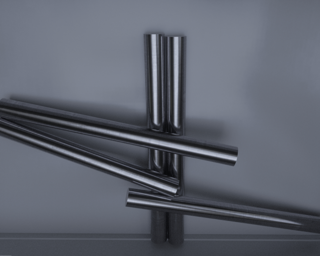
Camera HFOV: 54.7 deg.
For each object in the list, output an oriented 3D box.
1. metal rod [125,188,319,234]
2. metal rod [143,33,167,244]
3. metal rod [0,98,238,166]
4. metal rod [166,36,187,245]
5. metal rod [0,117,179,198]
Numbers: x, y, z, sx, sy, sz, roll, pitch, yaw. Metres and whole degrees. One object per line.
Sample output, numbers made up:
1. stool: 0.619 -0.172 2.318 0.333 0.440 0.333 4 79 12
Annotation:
1. metal rod: 0.102 0.119 0.437 0.302 0.025 0.025 11 110 -11
2. metal rod: -0.004 0.028 0.418 0.025 0.025 0.298 -1 110 0
3. metal rod: -0.054 0.005 0.390 0.302 0.025 0.025 12 110 3
4. metal rod: 0.022 0.030 0.420 0.025 0.025 0.298 -1 110 0
5. metal rod: -0.120 0.029 0.405 0.302 0.025 0.025 20 109 -2
